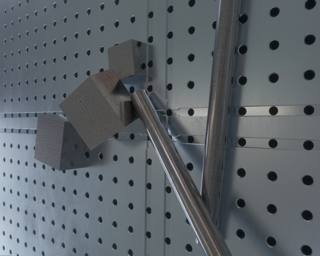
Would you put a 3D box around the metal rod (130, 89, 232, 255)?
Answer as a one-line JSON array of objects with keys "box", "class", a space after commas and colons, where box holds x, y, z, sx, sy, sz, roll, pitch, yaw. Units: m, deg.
[{"box": [0.028, 0.069, 0.357, 0.025, 0.025, 0.299, -47, 53, 30], "class": "metal rod"}]

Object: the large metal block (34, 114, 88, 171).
[{"box": [-0.169, 0.022, 0.533, 0.080, 0.050, 0.079, 14, 99, 39], "class": "large metal block"}]

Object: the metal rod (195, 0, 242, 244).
[{"box": [0.067, -0.014, 0.354, 0.025, 0.025, 0.298, 8, 95, 40], "class": "metal rod"}]

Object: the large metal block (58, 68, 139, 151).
[{"box": [-0.084, -0.026, 0.444, 0.080, 0.050, 0.080, -32, 94, 35], "class": "large metal block"}]

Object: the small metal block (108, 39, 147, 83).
[{"box": [-0.048, -0.095, 0.449, 0.050, 0.025, 0.050, -9, 85, 39], "class": "small metal block"}]
